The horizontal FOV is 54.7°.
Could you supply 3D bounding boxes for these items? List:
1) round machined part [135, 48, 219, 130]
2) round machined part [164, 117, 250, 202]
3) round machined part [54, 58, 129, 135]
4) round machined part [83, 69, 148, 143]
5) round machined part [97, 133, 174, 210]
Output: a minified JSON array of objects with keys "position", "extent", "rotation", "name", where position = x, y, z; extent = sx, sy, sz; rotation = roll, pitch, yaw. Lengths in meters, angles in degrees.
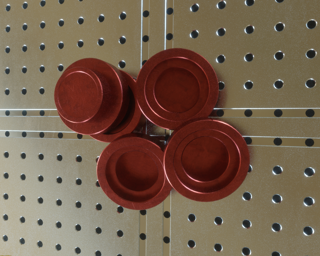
[{"position":[0.021,-0.046,0.386],"extent":[0.099,0.042,0.097],"rotation":[0,91,3],"name":"round machined part"},{"position":[0.053,0.035,0.372],"extent":[0.099,0.042,0.097],"rotation":[0,100,-2],"name":"round machined part"},{"position":[-0.092,-0.040,0.390],"extent":[0.098,0.042,0.097],"rotation":[0,90,19],"name":"round machined part"},{"position":[-0.060,-0.030,0.423],"extent":[0.098,0.042,0.097],"rotation":[0,90,19],"name":"round machined part"},{"position":[-0.028,0.053,0.403],"extent":[0.098,0.042,0.097],"rotation":[2,104,9],"name":"round machined part"}]
